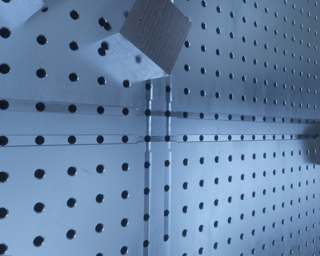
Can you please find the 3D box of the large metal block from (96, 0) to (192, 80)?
[{"bbox_3d":[-0.017,-0.116,0.377,0.080,0.050,0.080,35,69,-34],"label":"large metal block"}]

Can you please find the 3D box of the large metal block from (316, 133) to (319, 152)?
[{"bbox_3d":[0.427,0.038,0.748,0.080,0.050,0.080,-35,112,-34],"label":"large metal block"}]

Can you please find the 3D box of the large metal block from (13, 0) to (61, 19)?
[{"bbox_3d":[-0.114,-0.165,0.297,0.080,0.050,0.080,-47,118,-29],"label":"large metal block"}]
